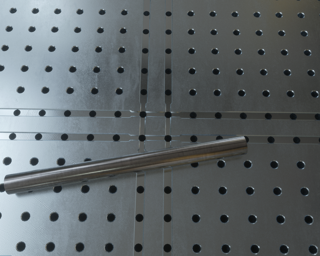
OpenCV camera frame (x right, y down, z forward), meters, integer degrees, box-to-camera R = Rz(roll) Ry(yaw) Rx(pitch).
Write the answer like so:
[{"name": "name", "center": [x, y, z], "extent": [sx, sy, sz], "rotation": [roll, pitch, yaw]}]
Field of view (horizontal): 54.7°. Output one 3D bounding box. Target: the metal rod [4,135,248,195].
[{"name": "metal rod", "center": [-0.039, 0.046, 0.394], "extent": [0.302, 0.025, 0.025], "rotation": [-9, 71, -4]}]
